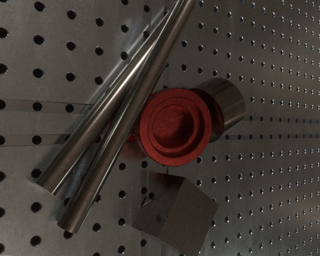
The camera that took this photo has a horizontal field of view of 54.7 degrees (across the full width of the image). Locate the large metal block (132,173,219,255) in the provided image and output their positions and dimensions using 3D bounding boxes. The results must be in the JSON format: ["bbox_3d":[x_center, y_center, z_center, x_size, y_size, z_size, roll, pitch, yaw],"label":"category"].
[{"bbox_3d":[0.023,0.117,0.415,0.080,0.050,0.080,43,64,-32],"label":"large metal block"}]

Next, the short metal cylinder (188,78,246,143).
[{"bbox_3d":[0.071,-0.025,0.435,0.050,0.080,0.080,-29,109,-37],"label":"short metal cylinder"}]

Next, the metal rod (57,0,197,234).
[{"bbox_3d":[-0.032,-0.025,0.357,0.025,0.025,0.299,35,77,-35],"label":"metal rod"}]

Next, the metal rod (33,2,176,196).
[{"bbox_3d":[-0.043,-0.053,0.374,0.025,0.025,0.300,48,62,-30],"label":"metal rod"}]

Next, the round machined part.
[{"bbox_3d":[0.013,-0.003,0.399,0.099,0.042,0.097,-3,98,-22],"label":"round machined part"}]
